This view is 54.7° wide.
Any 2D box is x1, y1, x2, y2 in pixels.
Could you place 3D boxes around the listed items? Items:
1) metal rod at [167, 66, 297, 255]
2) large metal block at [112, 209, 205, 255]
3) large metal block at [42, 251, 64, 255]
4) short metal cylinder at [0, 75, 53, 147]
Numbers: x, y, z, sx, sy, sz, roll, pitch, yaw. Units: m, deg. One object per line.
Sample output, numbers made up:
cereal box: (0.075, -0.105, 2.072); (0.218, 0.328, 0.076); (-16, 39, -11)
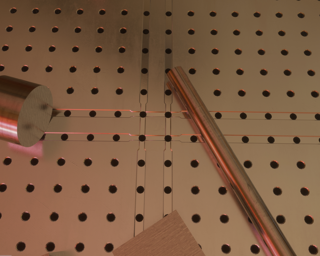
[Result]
metal rod: (0.088, 0.046, 0.396); (0.025, 0.025, 0.299); (-25, 72, -9)
large metal block: (0.005, 0.149, 0.344); (0.080, 0.050, 0.080); (-31, 73, -11)
large metal block: (-0.140, 0.187, 0.328); (0.081, 0.050, 0.080); (-19, 71, -7)
short metal cylinder: (-0.178, -0.021, 0.388); (0.050, 0.080, 0.080); (15, 71, 5)
